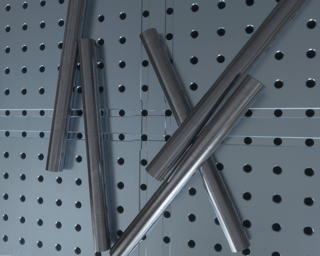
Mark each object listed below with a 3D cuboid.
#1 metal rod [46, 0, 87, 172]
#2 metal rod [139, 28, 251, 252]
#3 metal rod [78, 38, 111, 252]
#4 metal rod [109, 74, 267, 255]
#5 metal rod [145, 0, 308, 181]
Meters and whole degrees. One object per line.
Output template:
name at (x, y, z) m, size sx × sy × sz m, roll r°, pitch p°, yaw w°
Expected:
metal rod at (-0.136, -0.084, 0.459) m, size 0.025 × 0.025 × 0.298 m, roll 10°, pitch 93°, yaw 19°
metal rod at (0.041, 0.009, 0.397) m, size 0.025 × 0.025 × 0.299 m, roll -25°, pitch 82°, yaw 18°
metal rod at (-0.094, 0.023, 0.444) m, size 0.025 × 0.025 × 0.298 m, roll -5°, pitch 88°, yaw 19°
metal rod at (0.022, 0.063, 0.381) m, size 0.025 × 0.025 × 0.298 m, roll 41°, pitch 111°, yaw 15°
metal rod at (0.085, -0.060, 0.364) m, size 0.025 × 0.025 × 0.299 m, roll 40°, pitch 96°, yaw 15°
